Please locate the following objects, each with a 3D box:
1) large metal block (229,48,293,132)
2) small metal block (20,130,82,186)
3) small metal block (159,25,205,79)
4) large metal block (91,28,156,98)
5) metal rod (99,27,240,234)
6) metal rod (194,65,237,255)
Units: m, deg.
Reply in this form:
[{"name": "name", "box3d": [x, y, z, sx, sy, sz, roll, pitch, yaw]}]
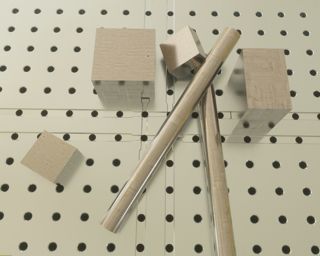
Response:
[{"name": "large metal block", "box3d": [0.125, -0.046, 0.400, 0.050, 0.080, 0.080, 1, 70, 0]}, {"name": "small metal block", "box3d": [-0.138, 0.038, 0.397, 0.050, 0.025, 0.050, 28, 72, 10]}, {"name": "small metal block", "box3d": [0.032, -0.106, 0.436, 0.050, 0.025, 0.050, -29, 63, 26]}, {"name": "large metal block", "box3d": [-0.047, -0.089, 0.431, 0.080, 0.050, 0.080, 1, 70, 0]}, {"name": "metal rod", "box3d": [0.018, -0.005, 0.395, 0.025, 0.025, 0.300, 31, 79, 10]}, {"name": "metal rod", "box3d": [0.069, 0.039, 0.397, 0.025, 0.025, 0.299, -3, 70, -1]}]
